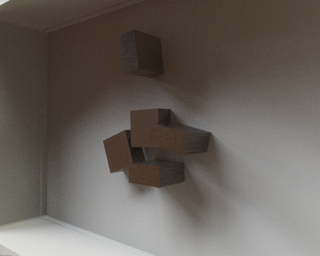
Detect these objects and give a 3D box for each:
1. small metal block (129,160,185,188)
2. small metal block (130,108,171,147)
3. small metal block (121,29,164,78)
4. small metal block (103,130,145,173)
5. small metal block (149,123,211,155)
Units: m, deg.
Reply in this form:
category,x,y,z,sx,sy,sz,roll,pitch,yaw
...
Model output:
category,x,y,z,sx,sy,sz,roll,pitch,yaw
small metal block,-0.004,0.056,0.394,0.050,0.050,0.025,1,91,40
small metal block,-0.013,0.000,0.418,0.050,0.025,0.050,-2,89,40
small metal block,-0.023,-0.096,0.409,0.025,0.050,0.050,-10,84,40
small metal block,-0.052,0.034,0.450,0.050,0.025,0.050,-25,75,37
small metal block,0.025,0.012,0.370,0.050,0.050,0.025,17,101,39
